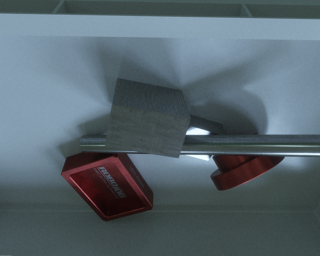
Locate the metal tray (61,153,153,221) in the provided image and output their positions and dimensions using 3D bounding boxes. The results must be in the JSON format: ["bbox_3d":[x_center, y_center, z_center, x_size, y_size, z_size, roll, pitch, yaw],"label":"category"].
[{"bbox_3d":[-0.076,0.087,0.475,0.090,0.030,0.130,-18,127,14],"label":"metal tray"}]

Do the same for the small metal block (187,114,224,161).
[{"bbox_3d":[0.053,0.014,0.422,0.050,0.025,0.050,16,128,-14],"label":"small metal block"}]

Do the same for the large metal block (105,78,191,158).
[{"bbox_3d":[-0.015,-0.014,0.355,0.081,0.080,0.050,10,117,-9],"label":"large metal block"}]

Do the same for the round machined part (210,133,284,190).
[{"bbox_3d":[0.110,0.041,0.411,0.098,0.098,0.042,-31,84,23],"label":"round machined part"}]

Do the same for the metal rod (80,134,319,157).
[{"bbox_3d":[0.039,0.021,0.381,0.301,0.025,0.025,-1,132,18],"label":"metal rod"}]
